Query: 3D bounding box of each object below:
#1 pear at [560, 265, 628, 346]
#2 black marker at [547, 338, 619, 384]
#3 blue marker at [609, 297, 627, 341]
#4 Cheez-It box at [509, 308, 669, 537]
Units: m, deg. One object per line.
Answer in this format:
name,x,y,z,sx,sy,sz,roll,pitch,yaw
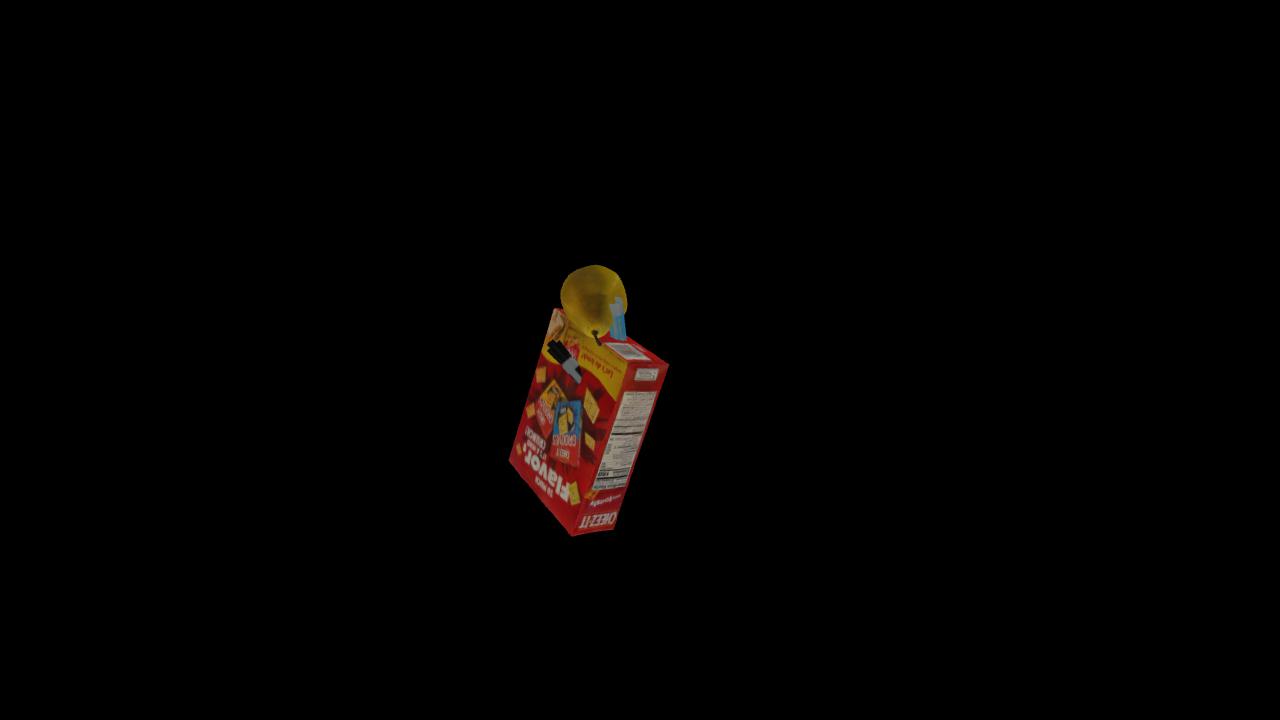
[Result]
pear,-0.053,-0.056,0.681,0.080,0.080,0.111,0,31,3
black marker,-0.061,0.025,0.692,0.020,0.121,0.020,-41,1,1
blue marker,-0.023,-0.016,0.705,0.020,0.121,0.020,-4,35,3
Cheez-It box,-0.068,0.070,0.736,0.071,0.223,0.166,4,21,-41
